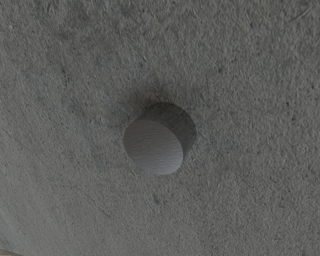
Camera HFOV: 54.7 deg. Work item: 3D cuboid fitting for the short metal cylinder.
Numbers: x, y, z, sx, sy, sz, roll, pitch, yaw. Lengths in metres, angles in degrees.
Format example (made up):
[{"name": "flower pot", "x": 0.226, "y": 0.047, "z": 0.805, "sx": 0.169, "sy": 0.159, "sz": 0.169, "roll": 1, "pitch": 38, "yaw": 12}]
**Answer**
[{"name": "short metal cylinder", "x": 0.001, "y": 0.013, "z": 0.399, "sx": 0.080, "sy": 0.050, "sz": 0.079, "roll": 13, "pitch": 124, "yaw": 20}]
